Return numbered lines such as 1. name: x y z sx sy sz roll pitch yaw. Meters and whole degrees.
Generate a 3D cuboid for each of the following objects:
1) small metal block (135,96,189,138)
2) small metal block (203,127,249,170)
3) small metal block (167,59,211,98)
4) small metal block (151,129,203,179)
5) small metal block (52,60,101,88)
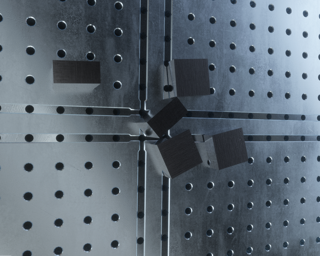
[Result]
1. small metal block: 0.001 -0.014 0.401 0.050 0.050 0.025 -42 104 -15
2. small metal block: 0.096 0.029 0.450 0.050 0.025 0.050 -14 95 -20
3. small metal block: 0.040 -0.068 0.428 0.050 0.025 0.050 -6 92 -20
4. small metal block: 0.023 0.034 0.422 0.050 0.025 0.050 -26 99 -19
5. small metal block: -0.099 -0.062 0.363 0.050 0.050 0.025 -3 91 -20
